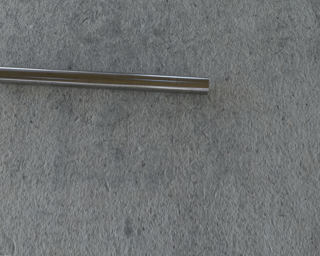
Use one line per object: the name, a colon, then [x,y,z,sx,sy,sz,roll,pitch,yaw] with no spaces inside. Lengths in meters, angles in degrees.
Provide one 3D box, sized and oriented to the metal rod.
metal rod: [-0.085,-0.066,0.431,0.302,0.025,0.025,3,70,0]
